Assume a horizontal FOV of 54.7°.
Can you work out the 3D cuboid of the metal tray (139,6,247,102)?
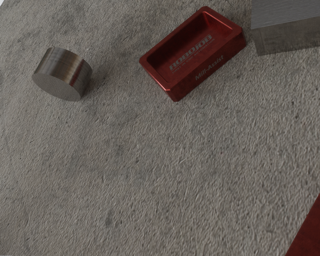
[{"bbox_3d":[0.044,-0.108,0.443,0.130,0.030,0.090,-39,51,1],"label":"metal tray"}]

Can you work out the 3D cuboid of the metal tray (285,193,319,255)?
[{"bbox_3d":[0.174,0.088,0.256,0.090,0.030,0.130,27,76,37],"label":"metal tray"}]

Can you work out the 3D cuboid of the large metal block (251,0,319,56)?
[{"bbox_3d":[0.162,-0.144,0.391,0.080,0.050,0.080,-4,60,26],"label":"large metal block"}]

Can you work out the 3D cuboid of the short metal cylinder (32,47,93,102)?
[{"bbox_3d":[-0.158,-0.085,0.504,0.080,0.080,0.050,6,65,31],"label":"short metal cylinder"}]
